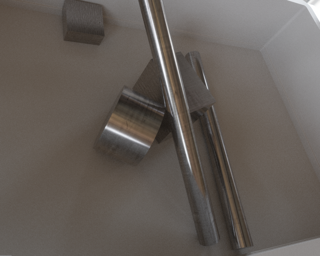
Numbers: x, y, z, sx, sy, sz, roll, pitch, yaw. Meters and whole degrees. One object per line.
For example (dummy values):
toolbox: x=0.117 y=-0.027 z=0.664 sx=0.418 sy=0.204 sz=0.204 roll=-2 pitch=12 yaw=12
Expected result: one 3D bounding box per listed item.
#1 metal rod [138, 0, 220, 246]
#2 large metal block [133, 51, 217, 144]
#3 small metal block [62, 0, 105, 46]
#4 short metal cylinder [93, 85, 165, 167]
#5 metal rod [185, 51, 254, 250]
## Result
metal rod: x=0.021 y=-0.012 z=0.341 sx=0.025 sy=0.025 sz=0.298 roll=-20 pitch=100 yaw=-36
large metal block: x=0.012 y=-0.038 z=0.402 sx=0.050 sy=0.080 sz=0.080 roll=-24 pitch=75 yaw=-37
small metal block: x=-0.108 y=-0.147 z=0.433 sx=0.050 sy=0.025 sz=0.050 roll=1 pitch=72 yaw=-28
short metal cylinder: x=-0.036 y=-0.002 z=0.354 sx=0.050 sy=0.080 sz=0.080 roll=27 pitch=52 yaw=-12
metal rod: x=0.077 y=0.013 z=0.440 sx=0.025 sy=0.025 sz=0.299 roll=4 pitch=60 yaw=-27
